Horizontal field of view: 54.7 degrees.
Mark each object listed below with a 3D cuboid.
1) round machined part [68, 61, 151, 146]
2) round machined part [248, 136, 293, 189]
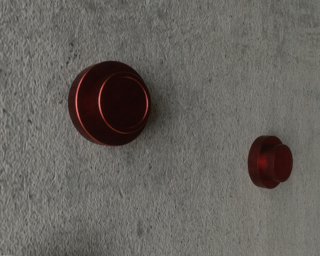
[{"bbox_3d":[-0.049,-0.028,0.352,0.099,0.042,0.097,0,90,-40],"label":"round machined part"},{"bbox_3d":[0.207,0.063,0.567,0.099,0.042,0.097,0,90,-40],"label":"round machined part"}]
